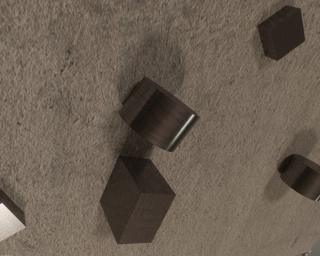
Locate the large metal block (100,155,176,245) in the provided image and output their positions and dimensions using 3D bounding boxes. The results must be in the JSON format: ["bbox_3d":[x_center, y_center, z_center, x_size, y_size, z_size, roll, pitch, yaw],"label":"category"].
[{"bbox_3d":[-0.033,0.094,0.413,0.050,0.080,0.079,11,113,-34],"label":"large metal block"}]

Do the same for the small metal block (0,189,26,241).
[{"bbox_3d":[-0.197,0.108,0.367,0.050,0.025,0.050,-28,128,-11],"label":"small metal block"}]

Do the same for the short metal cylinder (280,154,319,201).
[{"bbox_3d":[0.276,0.092,0.583,0.081,0.080,0.050,15,110,-35],"label":"short metal cylinder"}]

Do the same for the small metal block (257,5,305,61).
[{"bbox_3d":[0.165,-0.128,0.420,0.050,0.025,0.050,-36,130,-5],"label":"small metal block"}]

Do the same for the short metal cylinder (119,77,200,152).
[{"bbox_3d":[-0.001,-0.016,0.362,0.080,0.080,0.050,29,102,-38],"label":"short metal cylinder"}]
